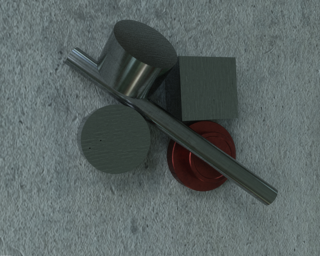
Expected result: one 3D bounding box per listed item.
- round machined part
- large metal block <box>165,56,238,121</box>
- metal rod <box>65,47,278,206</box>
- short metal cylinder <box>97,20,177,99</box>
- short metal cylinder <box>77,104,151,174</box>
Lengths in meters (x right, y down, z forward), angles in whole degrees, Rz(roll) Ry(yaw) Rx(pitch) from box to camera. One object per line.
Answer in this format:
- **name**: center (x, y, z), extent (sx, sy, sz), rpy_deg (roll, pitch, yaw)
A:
- **round machined part**: center (0.063, 0.038, 0.424), extent (0.099, 0.042, 0.097), rpy_deg (0, 90, -20)
- **large metal block**: center (0.055, -0.051, 0.415), extent (0.081, 0.050, 0.079), rpy_deg (-3, 91, -20)
- **metal rod**: center (0.017, 0.000, 0.381), extent (0.301, 0.025, 0.025), rpy_deg (35, 78, -3)
- **short metal cylinder**: center (-0.027, -0.081, 0.367), extent (0.080, 0.050, 0.080), rpy_deg (21, 43, -21)
- **short metal cylinder**: center (-0.058, 0.013, 0.377), extent (0.081, 0.050, 0.080), rpy_deg (0, 90, -20)
